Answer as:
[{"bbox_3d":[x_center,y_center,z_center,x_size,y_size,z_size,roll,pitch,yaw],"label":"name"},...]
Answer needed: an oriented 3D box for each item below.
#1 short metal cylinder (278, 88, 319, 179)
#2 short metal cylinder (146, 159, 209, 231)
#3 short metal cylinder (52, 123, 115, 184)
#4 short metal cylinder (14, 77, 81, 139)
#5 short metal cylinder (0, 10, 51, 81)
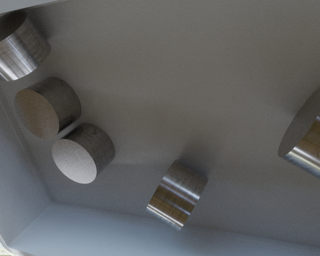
[{"bbox_3d":[0.157,0.006,0.294,0.050,0.080,0.079,31,128,8],"label":"short metal cylinder"},{"bbox_3d":[0.024,0.089,0.416,0.050,0.080,0.079,30,128,9],"label":"short metal cylinder"},{"bbox_3d":[-0.117,0.039,0.479,0.080,0.050,0.079,13,124,21],"label":"short metal cylinder"},{"bbox_3d":[-0.166,-0.030,0.462,0.080,0.050,0.079,13,124,21],"label":"short metal cylinder"},{"bbox_3d":[-0.191,-0.106,0.399,0.080,0.080,0.050,2,143,27],"label":"short metal cylinder"}]
